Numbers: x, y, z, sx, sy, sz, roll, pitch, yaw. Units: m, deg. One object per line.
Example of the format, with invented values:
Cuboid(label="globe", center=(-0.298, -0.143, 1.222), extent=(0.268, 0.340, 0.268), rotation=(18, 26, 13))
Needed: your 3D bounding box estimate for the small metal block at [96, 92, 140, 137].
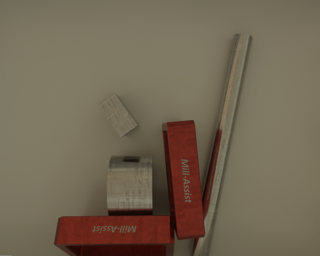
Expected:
Cuboid(label="small metal block", center=(-0.052, -0.016, 0.398), extent=(0.025, 0.050, 0.050), rotation=(-36, 90, 0))

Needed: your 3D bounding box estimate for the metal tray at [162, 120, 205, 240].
Cuboid(label="metal tray", center=(0.026, 0.057, 0.378), extent=(0.030, 0.090, 0.129), rotation=(-5, 90, -3))

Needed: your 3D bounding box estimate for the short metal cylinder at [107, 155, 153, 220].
Cuboid(label="short metal cylinder", center=(-0.034, 0.073, 0.384), extent=(0.050, 0.080, 0.079), rotation=(0, 90, 0))

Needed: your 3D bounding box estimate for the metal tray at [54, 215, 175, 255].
Cuboid(label="metal tray", center=(-0.049, 0.134, 0.376), extent=(0.131, 0.090, 0.030), rotation=(-1, 58, 1))

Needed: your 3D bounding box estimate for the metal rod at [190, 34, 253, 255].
Cuboid(label="metal rod", center=(0.082, 0.025, 0.412), extent=(0.025, 0.025, 0.298), rotation=(11, 90, -1))
